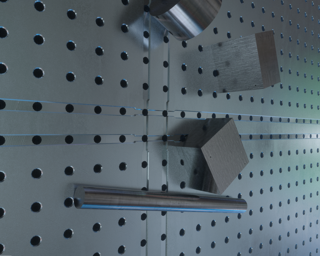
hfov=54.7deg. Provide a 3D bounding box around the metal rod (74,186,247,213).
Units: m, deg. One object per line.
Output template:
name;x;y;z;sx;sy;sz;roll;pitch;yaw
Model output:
metal rod;0.025;0.104;0.432;0.302;0.025;0.025;14;81;-39

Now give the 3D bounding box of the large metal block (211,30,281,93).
large metal block;0.135;-0.103;0.489;0.050;0.080;0.079;-22;104;-38

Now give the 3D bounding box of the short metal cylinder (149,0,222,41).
short metal cylinder;0.032;-0.162;0.402;0.050;0.080;0.080;34;69;-35

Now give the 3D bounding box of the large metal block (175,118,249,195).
large metal block;0.080;0.039;0.463;0.080;0.050;0.080;-39;114;-33
